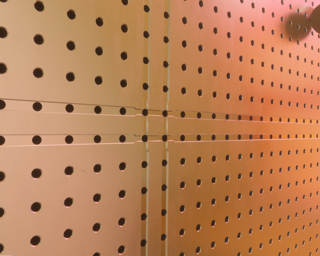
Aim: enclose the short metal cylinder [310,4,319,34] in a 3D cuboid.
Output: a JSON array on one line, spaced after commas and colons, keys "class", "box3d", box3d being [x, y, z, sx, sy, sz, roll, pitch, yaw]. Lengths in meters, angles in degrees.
[{"class": "short metal cylinder", "box3d": [0.396, -0.259, 0.709, 0.050, 0.080, 0.080, -44, 117, -31]}]
